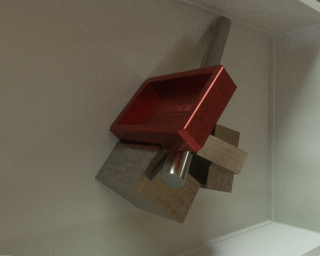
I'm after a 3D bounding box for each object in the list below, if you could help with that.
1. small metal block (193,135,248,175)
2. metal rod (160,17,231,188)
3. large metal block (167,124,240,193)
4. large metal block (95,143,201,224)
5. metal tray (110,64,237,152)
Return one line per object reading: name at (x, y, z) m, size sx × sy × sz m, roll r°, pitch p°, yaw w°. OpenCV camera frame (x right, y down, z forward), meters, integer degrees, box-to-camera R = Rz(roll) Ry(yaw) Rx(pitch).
small metal block at (0.062, 0.029, 0.346) m, size 0.050 × 0.050 × 0.025 m, roll 26°, pitch 80°, yaw -5°
metal rod at (0.056, -0.057, 0.395) m, size 0.025 × 0.025 × 0.300 m, roll 49°, pitch 44°, yaw -29°
large metal block at (0.054, 0.039, 0.418) m, size 0.050 × 0.080 × 0.080 m, roll 18°, pitch 79°, yaw -39°
large metal block at (-0.014, 0.062, 0.361) m, size 0.080 × 0.080 × 0.050 m, roll 44°, pitch 63°, yaw -32°
metal tray at (0.010, -0.021, 0.346) m, size 0.030 × 0.130 × 0.090 m, roll 48°, pitch 63°, yaw -29°
